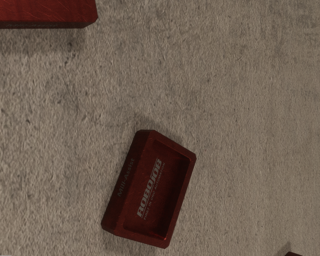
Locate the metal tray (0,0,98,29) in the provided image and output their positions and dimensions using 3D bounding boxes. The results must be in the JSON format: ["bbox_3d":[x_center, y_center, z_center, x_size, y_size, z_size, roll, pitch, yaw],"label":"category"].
[{"bbox_3d":[-0.130,-0.143,0.293,0.131,0.030,0.089,-16,100,-39],"label":"metal tray"}]

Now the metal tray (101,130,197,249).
[{"bbox_3d":[-0.009,0.077,0.395,0.090,0.030,0.130,32,70,-36],"label":"metal tray"}]

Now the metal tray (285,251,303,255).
[{"bbox_3d":[0.263,0.332,0.626,0.091,0.030,0.129,-17,101,-39],"label":"metal tray"}]
